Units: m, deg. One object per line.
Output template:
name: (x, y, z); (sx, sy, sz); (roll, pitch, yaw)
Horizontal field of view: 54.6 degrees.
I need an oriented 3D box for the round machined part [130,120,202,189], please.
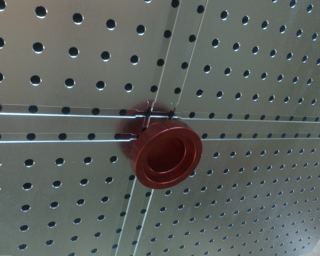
round machined part: (0.005, 0.032, 0.422); (0.099, 0.042, 0.097); (-14, 124, -21)
